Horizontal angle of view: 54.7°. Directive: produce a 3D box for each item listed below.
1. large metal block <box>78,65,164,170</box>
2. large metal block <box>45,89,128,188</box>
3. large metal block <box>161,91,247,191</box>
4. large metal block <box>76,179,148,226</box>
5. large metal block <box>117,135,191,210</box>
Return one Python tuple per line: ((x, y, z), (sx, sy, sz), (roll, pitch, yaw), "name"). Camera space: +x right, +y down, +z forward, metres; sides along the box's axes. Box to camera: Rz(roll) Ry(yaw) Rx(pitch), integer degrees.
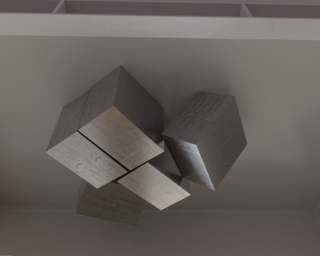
((-0.040, -0.012, 0.360), (0.050, 0.080, 0.080), (-31, 124, 23), "large metal block")
((-0.082, 0.013, 0.382), (0.050, 0.080, 0.080), (-30, 124, 23), "large metal block")
((0.057, 0.014, 0.375), (0.050, 0.080, 0.080), (16, 144, 41), "large metal block")
((-0.070, 0.091, 0.439), (0.081, 0.080, 0.050), (17, 93, -15), "large metal block")
((-0.007, 0.048, 0.411), (0.050, 0.080, 0.080), (-34, 123, 25), "large metal block")
